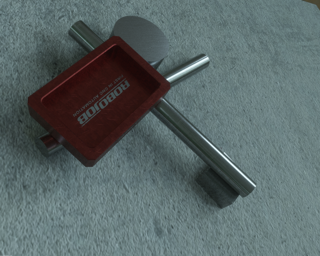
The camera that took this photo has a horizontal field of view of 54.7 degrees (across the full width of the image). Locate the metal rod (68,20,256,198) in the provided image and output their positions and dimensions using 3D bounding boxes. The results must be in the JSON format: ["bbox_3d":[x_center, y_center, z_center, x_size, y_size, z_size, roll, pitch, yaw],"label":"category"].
[{"bbox_3d":[0.002,-0.025,0.391,0.300,0.025,0.025,43,51,1],"label":"metal rod"}]

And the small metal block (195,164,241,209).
[{"bbox_3d":[0.083,0.069,0.410,0.050,0.025,0.050,47,51,5],"label":"small metal block"}]

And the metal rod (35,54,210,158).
[{"bbox_3d":[-0.026,-0.045,0.420,0.302,0.025,0.025,-34,81,-38],"label":"metal rod"}]

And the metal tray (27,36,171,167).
[{"bbox_3d":[-0.062,-0.033,0.340,0.090,0.030,0.131,43,62,2],"label":"metal tray"}]

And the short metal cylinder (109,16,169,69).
[{"bbox_3d":[-0.034,-0.110,0.439,0.081,0.050,0.080,14,56,-21],"label":"short metal cylinder"}]
